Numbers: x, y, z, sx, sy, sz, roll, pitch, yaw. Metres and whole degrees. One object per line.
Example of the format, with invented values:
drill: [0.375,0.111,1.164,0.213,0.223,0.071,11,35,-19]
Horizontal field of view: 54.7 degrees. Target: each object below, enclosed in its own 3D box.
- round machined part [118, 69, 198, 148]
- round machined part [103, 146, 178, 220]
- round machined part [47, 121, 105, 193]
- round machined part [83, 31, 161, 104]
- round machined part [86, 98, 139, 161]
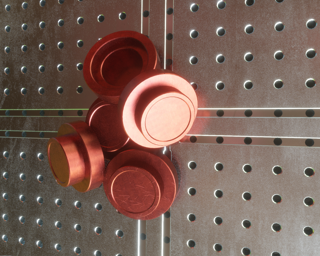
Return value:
round machined part: [0.002,-0.018,0.371,0.098,0.099,0.042,-58,33,11]
round machined part: [-0.028,0.075,0.399,0.098,0.042,0.097,3,102,13]
round machined part: [-0.119,0.041,0.419,0.098,0.042,0.097,20,117,45]
round machined part: [-0.047,-0.075,0.407,0.098,0.042,0.098,-5,68,12]
round machined part: [-0.061,-0.003,0.423,0.098,0.042,0.097,0,90,19]
